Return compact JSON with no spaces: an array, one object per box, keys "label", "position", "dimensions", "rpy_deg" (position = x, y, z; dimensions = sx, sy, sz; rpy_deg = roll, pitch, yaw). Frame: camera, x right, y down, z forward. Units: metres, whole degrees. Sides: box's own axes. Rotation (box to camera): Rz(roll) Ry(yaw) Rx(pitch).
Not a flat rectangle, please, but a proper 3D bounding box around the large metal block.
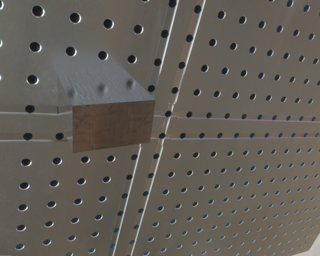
[{"label":"large metal block","position":[-0.061,-0.021,0.331],"dimensions":[0.081,0.080,0.050],"rpy_deg":[-7,122,-26]}]
